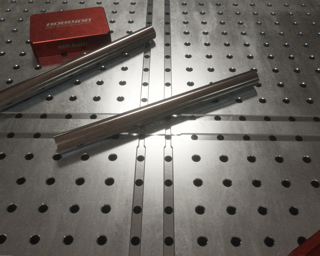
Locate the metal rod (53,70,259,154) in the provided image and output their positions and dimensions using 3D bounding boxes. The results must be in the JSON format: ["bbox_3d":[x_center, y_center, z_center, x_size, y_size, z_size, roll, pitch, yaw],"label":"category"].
[{"bbox_3d":[0.007,-0.028,0.430,0.302,0.025,0.025,-20,53,-17],"label":"metal rod"}]

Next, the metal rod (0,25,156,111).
[{"bbox_3d":[-0.131,-0.097,0.487,0.302,0.025,0.025,-32,57,-25],"label":"metal rod"}]

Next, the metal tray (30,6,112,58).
[{"bbox_3d":[-0.157,-0.172,0.547,0.131,0.030,0.090,-11,51,-10],"label":"metal tray"}]

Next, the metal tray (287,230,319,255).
[{"bbox_3d":[0.193,0.150,0.280,0.091,0.030,0.130,-25,55,-20],"label":"metal tray"}]
